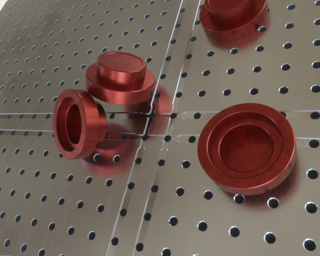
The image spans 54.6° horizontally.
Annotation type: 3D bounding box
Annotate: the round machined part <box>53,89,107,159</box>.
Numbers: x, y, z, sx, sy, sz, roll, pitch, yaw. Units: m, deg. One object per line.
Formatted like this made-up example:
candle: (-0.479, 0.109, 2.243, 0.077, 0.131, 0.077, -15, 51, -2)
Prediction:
round machined part: (-0.111, -0.006, 0.442, 0.098, 0.042, 0.097, 2, 93, 47)

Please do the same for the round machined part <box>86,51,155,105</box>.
round machined part: (-0.055, -0.076, 0.441, 0.099, 0.042, 0.098, 8, 35, -5)

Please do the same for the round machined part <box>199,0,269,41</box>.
round machined part: (0.104, -0.178, 0.452, 0.098, 0.042, 0.098, -13, 56, 21)

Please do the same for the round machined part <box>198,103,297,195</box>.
round machined part: (0.094, 0.025, 0.333, 0.098, 0.042, 0.098, -13, 56, 21)
